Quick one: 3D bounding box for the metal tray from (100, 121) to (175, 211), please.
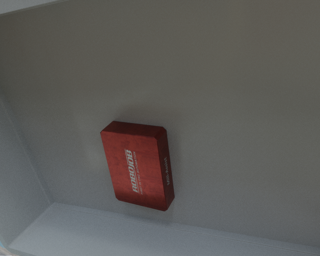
[{"bbox_3d":[-0.031,0.057,0.458,0.090,0.030,0.129,7,122,24],"label":"metal tray"}]
